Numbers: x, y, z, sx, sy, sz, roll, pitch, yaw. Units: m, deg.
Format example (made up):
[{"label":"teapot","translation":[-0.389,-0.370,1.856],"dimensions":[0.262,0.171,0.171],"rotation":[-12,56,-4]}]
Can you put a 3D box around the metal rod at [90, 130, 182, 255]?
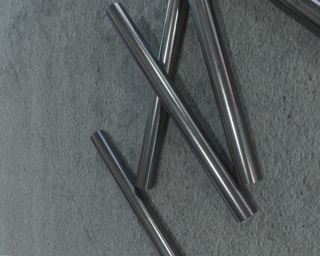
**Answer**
[{"label":"metal rod","translation":[-0.018,0.120,0.419],"dimensions":[0.025,0.025,0.300],"rotation":[-51,60,28]}]

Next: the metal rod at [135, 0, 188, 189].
[{"label":"metal rod","translation":[0.005,-0.066,0.400],"dimensions":[0.025,0.025,0.298],"rotation":[17,101,38]}]

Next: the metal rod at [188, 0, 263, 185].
[{"label":"metal rod","translation":[0.059,-0.087,0.341],"dimensions":[0.025,0.025,0.298],"rotation":[-19,83,38]}]

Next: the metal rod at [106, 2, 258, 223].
[{"label":"metal rod","translation":[0.017,-0.030,0.365],"dimensions":[0.025,0.025,0.299],"rotation":[-41,73,32]}]

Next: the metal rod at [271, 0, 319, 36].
[{"label":"metal rod","translation":[0.091,-0.174,0.329],"dimensions":[0.300,0.025,0.025],"rotation":[52,121,27]}]
